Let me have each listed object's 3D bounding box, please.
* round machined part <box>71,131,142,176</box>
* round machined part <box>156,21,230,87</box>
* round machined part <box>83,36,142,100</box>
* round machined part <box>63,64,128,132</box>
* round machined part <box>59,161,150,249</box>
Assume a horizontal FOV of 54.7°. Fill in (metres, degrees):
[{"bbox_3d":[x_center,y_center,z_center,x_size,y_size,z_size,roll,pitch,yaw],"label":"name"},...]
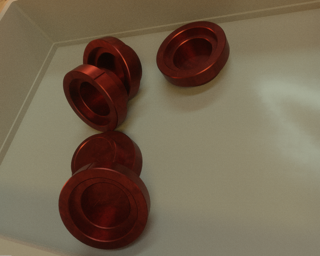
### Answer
[{"bbox_3d":[-0.076,0.046,0.407,0.098,0.042,0.098,-13,56,21],"label":"round machined part"},{"bbox_3d":[0.048,-0.097,0.429,0.098,0.042,0.098,-13,56,21],"label":"round machined part"},{"bbox_3d":[-0.065,-0.087,0.459,0.098,0.097,0.042,18,35,35],"label":"round machined part"},{"bbox_3d":[-0.084,-0.045,0.433,0.098,0.097,0.042,14,43,33],"label":"round machined part"},{"bbox_3d":[-0.059,0.083,0.352,0.098,0.098,0.042,-26,10,12],"label":"round machined part"}]
